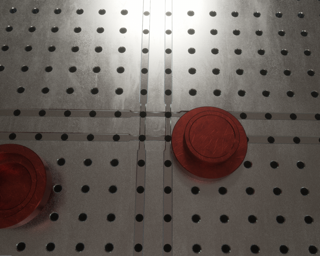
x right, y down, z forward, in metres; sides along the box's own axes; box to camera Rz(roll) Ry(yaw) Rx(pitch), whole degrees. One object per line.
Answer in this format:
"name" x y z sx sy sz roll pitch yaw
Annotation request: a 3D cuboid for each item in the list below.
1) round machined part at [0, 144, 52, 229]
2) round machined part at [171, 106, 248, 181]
"round machined part" -0.180 0.071 0.374 0.099 0.042 0.098 0 70 -1
"round machined part" 0.064 0.016 0.397 0.099 0.042 0.098 0 70 0
